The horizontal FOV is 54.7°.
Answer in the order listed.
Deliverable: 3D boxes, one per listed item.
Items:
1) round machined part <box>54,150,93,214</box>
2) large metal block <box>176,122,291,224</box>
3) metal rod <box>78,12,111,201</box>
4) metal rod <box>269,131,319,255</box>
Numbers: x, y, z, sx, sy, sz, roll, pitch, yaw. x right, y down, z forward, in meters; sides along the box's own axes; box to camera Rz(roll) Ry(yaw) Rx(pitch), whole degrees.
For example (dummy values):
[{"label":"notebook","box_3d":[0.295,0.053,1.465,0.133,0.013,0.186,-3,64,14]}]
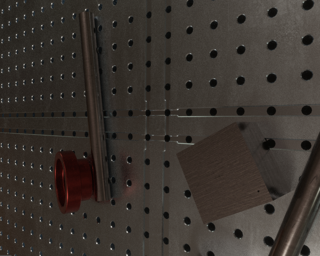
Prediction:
[{"label":"round machined part","box_3d":[-0.138,0.084,0.496,0.098,0.042,0.097,10,102,60]},{"label":"large metal block","box_3d":[0.076,0.047,0.330,0.080,0.050,0.080,-33,70,35]},{"label":"metal rod","box_3d":[-0.104,-0.036,0.492,0.025,0.025,0.298,-10,83,39]},{"label":"metal rod","box_3d":[0.149,0.035,0.285,0.025,0.025,0.298,26,106,36]}]
